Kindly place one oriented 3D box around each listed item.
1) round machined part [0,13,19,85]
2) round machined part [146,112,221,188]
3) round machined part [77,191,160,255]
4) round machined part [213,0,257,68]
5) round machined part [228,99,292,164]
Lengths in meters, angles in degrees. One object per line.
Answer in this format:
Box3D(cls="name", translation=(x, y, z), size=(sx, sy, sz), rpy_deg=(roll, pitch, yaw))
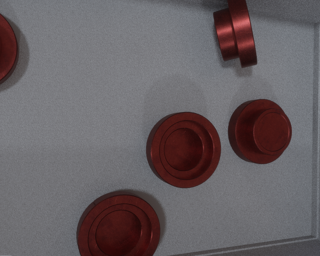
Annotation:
Box3D(cls="round machined part", translation=(-0.204, -0.088, 0.326), size=(0.099, 0.042, 0.097), rpy_deg=(0, 90, -21))
Box3D(cls="round machined part", translation=(0.028, 0.028, 0.413), size=(0.099, 0.042, 0.097), rpy_deg=(0, 90, -21))
Box3D(cls="round machined part", translation=(-0.053, 0.127, 0.383), size=(0.099, 0.042, 0.097), rpy_deg=(0, 90, -21))
Box3D(cls="round machined part", translation=(0.100, -0.129, 0.421), size=(0.042, 0.098, 0.097), rpy_deg=(-12, 95, 16))
Box3D(cls="round machined part", translation=(0.155, 0.005, 0.461), size=(0.099, 0.042, 0.097), rpy_deg=(0, 90, -21))
